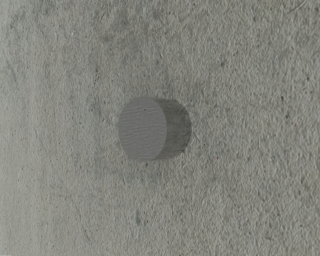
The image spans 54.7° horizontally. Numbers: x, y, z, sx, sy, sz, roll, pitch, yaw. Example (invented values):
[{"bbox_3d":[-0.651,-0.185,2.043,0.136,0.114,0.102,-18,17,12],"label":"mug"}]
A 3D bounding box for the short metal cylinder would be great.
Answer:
[{"bbox_3d":[-0.007,0.001,0.394,0.080,0.050,0.079,0,90,39],"label":"short metal cylinder"}]
